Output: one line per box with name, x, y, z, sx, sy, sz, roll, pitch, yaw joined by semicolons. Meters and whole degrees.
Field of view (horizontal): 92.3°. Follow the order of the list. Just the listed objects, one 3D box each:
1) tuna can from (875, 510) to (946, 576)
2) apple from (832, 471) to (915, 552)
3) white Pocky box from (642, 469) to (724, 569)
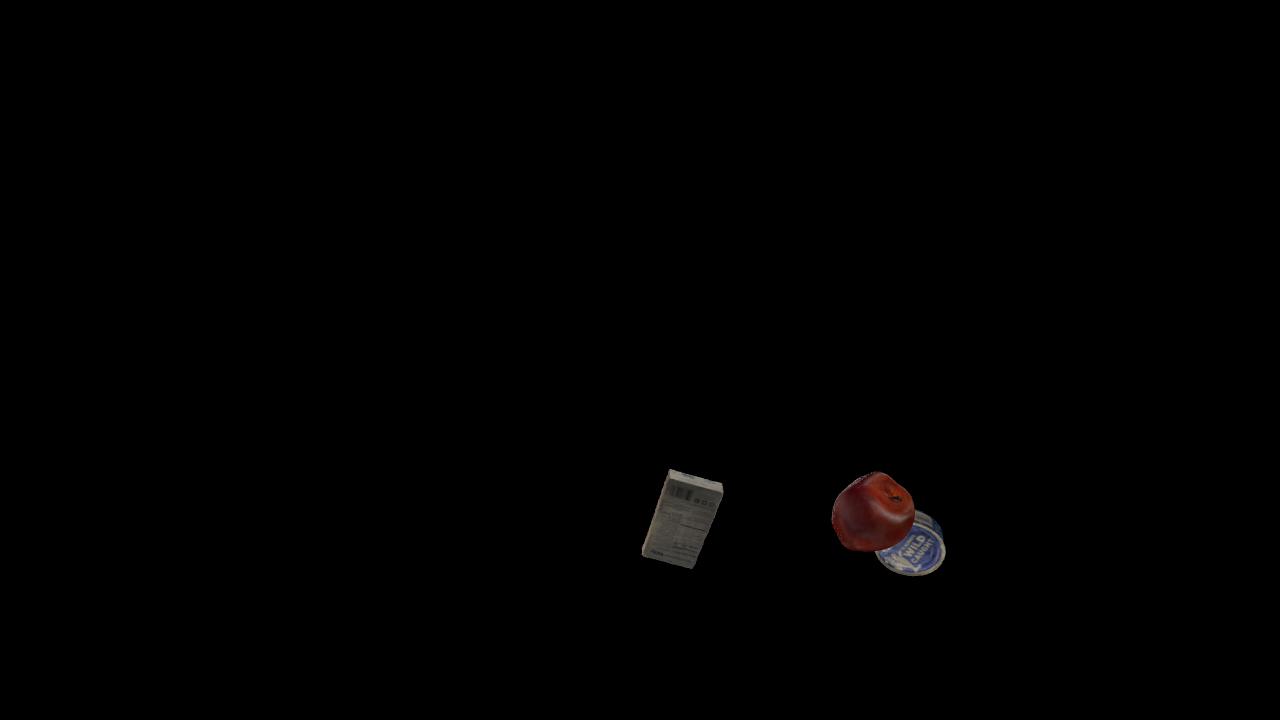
tuna can;0.346;0.234;0.793;0.084;0.084;0.034;0;23;21
apple;0.243;0.163;0.646;0.079;0.079;0.093;0;-39;-24
white Pocky box;0.062;0.238;0.913;0.084;0.154;0.028;15;26;-2
